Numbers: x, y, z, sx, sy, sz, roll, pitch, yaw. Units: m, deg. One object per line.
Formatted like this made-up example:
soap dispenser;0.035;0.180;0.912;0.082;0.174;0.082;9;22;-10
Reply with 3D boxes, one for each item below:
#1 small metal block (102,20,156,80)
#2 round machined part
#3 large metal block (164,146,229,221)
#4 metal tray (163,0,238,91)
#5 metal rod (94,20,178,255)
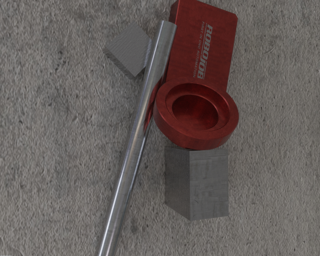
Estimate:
small metal block;-0.036;-0.099;0.396;0.050;0.025;0.050;46;76;-15
round machined part;0.040;-0.013;0.370;0.099;0.042;0.098;8;50;-9
large metal block;0.044;0.065;0.396;0.050;0.080;0.080;-1;91;-20
metal tray;0.052;-0.102;0.426;0.091;0.030;0.129;11;86;-20
metal rod;-0.030;0.017;0.383;0.025;0.025;0.298;15;91;-20
